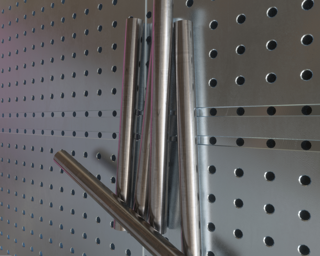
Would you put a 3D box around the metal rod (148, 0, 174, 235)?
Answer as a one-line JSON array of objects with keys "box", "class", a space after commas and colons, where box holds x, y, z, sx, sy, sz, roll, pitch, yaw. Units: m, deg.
[{"box": [0.000, -0.011, 0.392, 0.025, 0.025, 0.298, 7, 99, 39], "class": "metal rod"}]

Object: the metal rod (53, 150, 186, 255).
[{"box": [-0.057, 0.110, 0.420, 0.300, 0.025, 0.025, 31, 109, 35], "class": "metal rod"}]

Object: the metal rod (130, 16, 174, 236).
[{"box": [-0.012, 0.001, 0.417, 0.025, 0.025, 0.298, 11, 97, 39], "class": "metal rod"}]

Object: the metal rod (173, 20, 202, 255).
[{"box": [0.034, 0.020, 0.379, 0.025, 0.025, 0.298, -3, 88, 39], "class": "metal rod"}]

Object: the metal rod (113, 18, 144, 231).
[{"box": [-0.045, -0.003, 0.444, 0.025, 0.025, 0.298, 6, 94, 39], "class": "metal rod"}]
